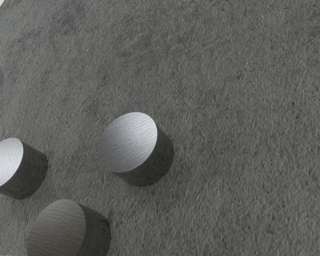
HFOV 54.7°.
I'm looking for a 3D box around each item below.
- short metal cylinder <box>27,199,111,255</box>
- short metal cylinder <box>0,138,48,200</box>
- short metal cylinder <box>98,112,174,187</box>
[{"bbox_3d":[-0.106,0.130,0.364,0.080,0.050,0.080,-13,56,21],"label":"short metal cylinder"},{"bbox_3d":[-0.218,0.061,0.465,0.080,0.050,0.080,-13,56,21],"label":"short metal cylinder"},{"bbox_3d":[-0.029,0.027,0.387,0.080,0.050,0.080,-13,56,21],"label":"short metal cylinder"}]
